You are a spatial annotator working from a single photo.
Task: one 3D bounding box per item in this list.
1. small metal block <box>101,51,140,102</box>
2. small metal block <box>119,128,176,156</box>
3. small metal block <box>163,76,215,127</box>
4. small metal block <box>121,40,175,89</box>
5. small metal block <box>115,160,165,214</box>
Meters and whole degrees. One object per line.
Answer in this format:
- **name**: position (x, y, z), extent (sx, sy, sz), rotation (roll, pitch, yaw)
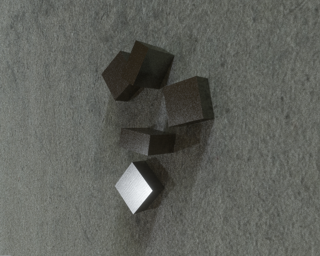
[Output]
- **small metal block**: position (-0.052, -0.074, 0.445), extent (0.050, 0.025, 0.050), rotation (-43, 65, 31)
- **small metal block**: position (-0.016, 0.016, 0.400), extent (0.050, 0.050, 0.025), rotation (13, 98, 39)
- **small metal block**: position (0.034, -0.031, 0.375), extent (0.050, 0.025, 0.050), rotation (-14, 81, 39)
- **small metal block**: position (-0.015, -0.080, 0.399), extent (0.025, 0.050, 0.050), rotation (39, 114, 33)
- **small metal block**: position (-0.029, 0.081, 0.427), extent (0.050, 0.025, 0.050), rotation (50, 119, 27)
